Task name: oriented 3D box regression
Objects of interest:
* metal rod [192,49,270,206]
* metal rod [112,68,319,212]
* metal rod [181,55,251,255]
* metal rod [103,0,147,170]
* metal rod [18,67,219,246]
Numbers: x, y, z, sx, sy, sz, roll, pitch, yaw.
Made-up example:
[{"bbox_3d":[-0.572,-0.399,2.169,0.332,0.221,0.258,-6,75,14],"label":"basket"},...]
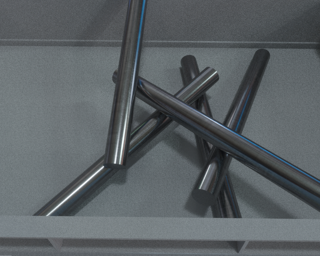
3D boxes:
[{"bbox_3d":[0.105,-0.025,0.405,0.025,0.025,0.301,19,46,15],"label":"metal rod"},{"bbox_3d":[0.055,0.002,0.337,0.300,0.025,0.025,34,58,30],"label":"metal rod"},{"bbox_3d":[0.061,0.008,0.398,0.025,0.025,0.300,-5,50,-4],"label":"metal rod"},{"bbox_3d":[-0.036,-0.097,0.387,0.025,0.025,0.299,4,68,3],"label":"metal rod"},{"bbox_3d":[-0.031,0.018,0.371,0.025,0.025,0.301,36,64,26],"label":"metal rod"}]
